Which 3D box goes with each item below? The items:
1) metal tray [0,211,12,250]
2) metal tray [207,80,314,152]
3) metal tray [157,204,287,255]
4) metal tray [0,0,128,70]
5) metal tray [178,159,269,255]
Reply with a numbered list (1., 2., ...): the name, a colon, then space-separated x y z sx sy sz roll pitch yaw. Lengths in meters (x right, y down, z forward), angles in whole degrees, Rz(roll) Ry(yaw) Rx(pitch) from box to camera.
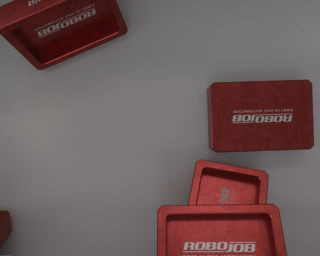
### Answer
1. metal tray: -0.240 0.143 0.353 0.091 0.130 0.030 1 108 -4
2. metal tray: 0.131 -0.015 0.410 0.131 0.030 0.089 -2 90 0
3. metal tray: 0.063 0.130 0.329 0.131 0.030 0.090 -2 62 4
4. metal tray: -0.113 -0.128 0.375 0.131 0.090 0.030 -24 69 0
5. metal tray: 0.078 0.109 0.374 0.090 0.030 0.130 10 63 10
